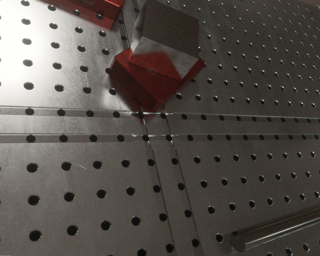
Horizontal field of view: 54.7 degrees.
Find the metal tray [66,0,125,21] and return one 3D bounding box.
[{"bbox_3d":[-0.118,-0.231,0.484,0.131,0.030,0.090,18,54,-18],"label":"metal tray"}]

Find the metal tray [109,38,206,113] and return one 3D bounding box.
[{"bbox_3d":[0.000,-0.091,0.462,0.090,0.030,0.131,44,51,2],"label":"metal tray"}]

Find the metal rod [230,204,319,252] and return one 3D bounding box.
[{"bbox_3d":[0.224,0.128,0.453,0.303,0.025,0.025,-4,64,-31],"label":"metal rod"}]

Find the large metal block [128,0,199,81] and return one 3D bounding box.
[{"bbox_3d":[0.007,-0.123,0.433,0.081,0.050,0.080,17,55,-19],"label":"large metal block"}]
